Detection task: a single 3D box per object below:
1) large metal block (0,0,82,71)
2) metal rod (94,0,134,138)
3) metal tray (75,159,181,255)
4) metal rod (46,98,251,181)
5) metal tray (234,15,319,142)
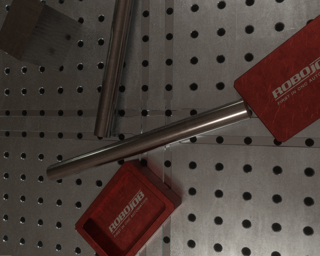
[{"bbox_3d":[-0.171,-0.134,0.442,0.050,0.080,0.080,31,100,17],"label":"large metal block"},{"bbox_3d":[-0.056,-0.135,0.431,0.025,0.025,0.298,11,94,19],"label":"metal rod"},{"bbox_3d":[-0.046,0.119,0.424,0.090,0.030,0.130,42,103,15],"label":"metal tray"},{"bbox_3d":[-0.032,0.023,0.408,0.300,0.025,0.025,-19,84,24],"label":"metal rod"},{"bbox_3d":[0.163,-0.056,0.352,0.130,0.030,0.090,-39,78,15],"label":"metal tray"}]
